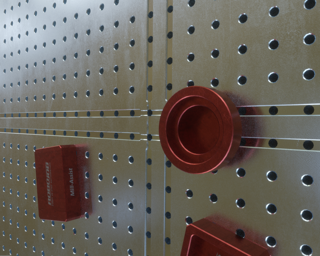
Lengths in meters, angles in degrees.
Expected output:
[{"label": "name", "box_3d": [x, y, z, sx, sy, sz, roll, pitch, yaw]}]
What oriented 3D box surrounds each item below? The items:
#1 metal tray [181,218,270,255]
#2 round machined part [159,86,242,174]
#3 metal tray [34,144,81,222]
[{"label": "metal tray", "box_3d": [0.063, 0.183, 0.354, 0.090, 0.030, 0.129, 18, 101, 38]}, {"label": "round machined part", "box_3d": [0.049, 0.002, 0.358, 0.098, 0.042, 0.097, 0, 90, 40]}, {"label": "metal tray", "box_3d": [-0.186, 0.099, 0.560, 0.090, 0.030, 0.129, -10, 84, 39]}]
